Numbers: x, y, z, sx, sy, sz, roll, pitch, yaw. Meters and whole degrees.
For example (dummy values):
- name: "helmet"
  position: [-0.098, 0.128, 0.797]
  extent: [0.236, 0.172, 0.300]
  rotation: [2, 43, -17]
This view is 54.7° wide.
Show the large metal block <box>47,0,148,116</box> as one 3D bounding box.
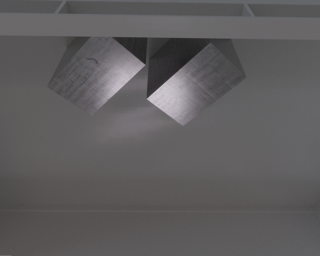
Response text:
- name: "large metal block"
  position: [-0.059, -0.073, 0.310]
  extent: [0.050, 0.080, 0.080]
  rotation: [37, 121, -27]

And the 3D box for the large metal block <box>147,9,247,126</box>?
- name: "large metal block"
  position: [0.033, -0.063, 0.320]
  extent: [0.050, 0.080, 0.080]
  rotation: [36, 121, -27]
